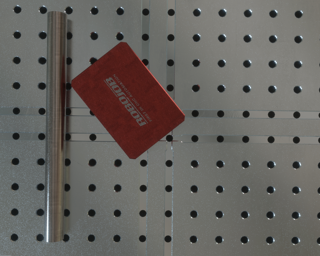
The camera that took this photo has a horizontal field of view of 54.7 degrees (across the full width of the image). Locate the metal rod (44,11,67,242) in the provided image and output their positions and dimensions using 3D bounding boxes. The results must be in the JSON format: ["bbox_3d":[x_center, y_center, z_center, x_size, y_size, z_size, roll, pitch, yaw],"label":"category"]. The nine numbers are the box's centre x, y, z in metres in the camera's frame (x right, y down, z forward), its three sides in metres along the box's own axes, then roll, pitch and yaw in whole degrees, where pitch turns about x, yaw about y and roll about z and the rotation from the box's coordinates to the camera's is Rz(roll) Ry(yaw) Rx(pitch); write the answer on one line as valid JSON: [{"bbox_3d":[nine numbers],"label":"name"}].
[{"bbox_3d":[-0.138,-0.002,0.412,0.025,0.025,0.298,1,90,0],"label":"metal rod"}]

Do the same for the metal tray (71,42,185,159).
[{"bbox_3d":[-0.041,-0.035,0.410,0.090,0.030,0.130,-39,90,0],"label":"metal tray"}]
